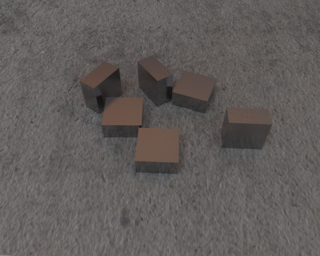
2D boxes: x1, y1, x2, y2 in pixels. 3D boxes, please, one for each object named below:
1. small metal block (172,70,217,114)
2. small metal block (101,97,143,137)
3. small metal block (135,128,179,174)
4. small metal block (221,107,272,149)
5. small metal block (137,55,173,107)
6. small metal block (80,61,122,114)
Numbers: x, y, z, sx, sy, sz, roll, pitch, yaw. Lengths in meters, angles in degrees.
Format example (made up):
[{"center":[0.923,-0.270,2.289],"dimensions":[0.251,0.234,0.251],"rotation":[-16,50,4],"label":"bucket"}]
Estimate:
[{"center":[0.050,-0.053,0.448],"dimensions":[0.050,0.025,0.050],"rotation":[17,52,13],"label":"small metal block"},{"center":[-0.048,-0.015,0.415],"dimensions":[0.050,0.025,0.050],"rotation":[1,50,0],"label":"small metal block"},{"center":[-0.003,0.028,0.380],"dimensions":[0.050,0.025,0.050],"rotation":[2,50,1],"label":"small metal block"},{"center":[0.106,0.001,0.387],"dimensions":[0.050,0.050,0.025],"rotation":[2,50,1],"label":"small metal block"},{"center":[-0.007,-0.067,0.443],"dimensions":[0.025,0.050,0.050],"rotation":[-28,56,-21],"label":"small metal block"},{"center":[-0.081,-0.056,0.433],"dimensions":[0.025,0.050,0.050],"rotation":[28,55,21],"label":"small metal block"}]
